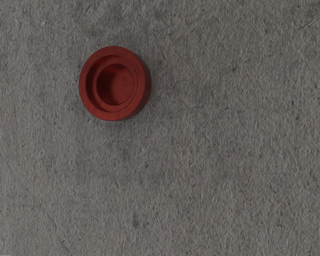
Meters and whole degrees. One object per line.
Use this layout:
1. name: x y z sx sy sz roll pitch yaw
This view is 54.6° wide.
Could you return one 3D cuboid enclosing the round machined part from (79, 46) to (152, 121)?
1. round machined part: -0.057 -0.058 0.420 0.098 0.042 0.097 0 90 20
